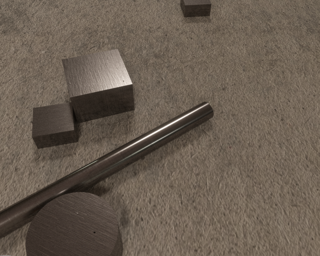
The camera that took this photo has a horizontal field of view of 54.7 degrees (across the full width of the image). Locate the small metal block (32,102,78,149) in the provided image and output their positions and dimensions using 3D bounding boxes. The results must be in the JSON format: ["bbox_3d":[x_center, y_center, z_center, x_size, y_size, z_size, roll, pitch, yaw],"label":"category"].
[{"bbox_3d":[-0.137,-0.004,0.405,0.050,0.025,0.050,-10,51,-9],"label":"small metal block"}]

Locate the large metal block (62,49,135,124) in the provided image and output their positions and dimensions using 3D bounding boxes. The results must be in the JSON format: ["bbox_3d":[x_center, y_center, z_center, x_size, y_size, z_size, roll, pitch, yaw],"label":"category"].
[{"bbox_3d":[-0.087,-0.061,0.437,0.081,0.050,0.080,-14,52,-12],"label":"large metal block"}]

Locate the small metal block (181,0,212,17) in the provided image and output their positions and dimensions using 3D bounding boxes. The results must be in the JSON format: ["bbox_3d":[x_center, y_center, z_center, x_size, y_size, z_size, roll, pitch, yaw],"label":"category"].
[{"bbox_3d":[0.069,-0.244,0.609,0.050,0.025,0.050,-5,50,-5],"label":"small metal block"}]

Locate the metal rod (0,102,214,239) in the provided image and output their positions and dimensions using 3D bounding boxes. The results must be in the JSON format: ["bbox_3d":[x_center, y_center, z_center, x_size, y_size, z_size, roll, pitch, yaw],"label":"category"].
[{"bbox_3d":[-0.058,0.042,0.367,0.302,0.025,0.025,-28,56,-22],"label":"metal rod"}]

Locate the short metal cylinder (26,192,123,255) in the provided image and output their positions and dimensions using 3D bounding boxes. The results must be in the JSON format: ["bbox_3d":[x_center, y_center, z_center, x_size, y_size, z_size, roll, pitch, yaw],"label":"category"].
[{"bbox_3d":[-0.078,0.109,0.295,0.081,0.050,0.080,0,50,0],"label":"short metal cylinder"}]
